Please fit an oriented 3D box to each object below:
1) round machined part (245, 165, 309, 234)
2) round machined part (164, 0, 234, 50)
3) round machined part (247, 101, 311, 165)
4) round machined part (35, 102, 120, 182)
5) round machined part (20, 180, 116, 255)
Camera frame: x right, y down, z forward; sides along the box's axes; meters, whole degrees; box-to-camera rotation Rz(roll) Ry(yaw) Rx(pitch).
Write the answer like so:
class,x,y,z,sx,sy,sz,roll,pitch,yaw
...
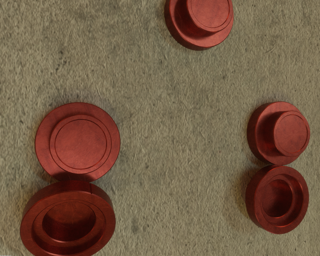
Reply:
class,x,y,z,sx,sy,sz,roll,pitch,yaw
round machined part,0.168,0.103,0.462,0.099,0.042,0.097,0,90,-20
round machined part,0.059,-0.159,0.421,0.099,0.042,0.097,0,90,-20
round machined part,0.185,0.008,0.468,0.099,0.042,0.097,0,90,-20
round machined part,-0.095,0.018,0.365,0.099,0.042,0.097,0,90,-20
round machined part,-0.102,0.100,0.350,0.099,0.042,0.097,-7,116,-14
